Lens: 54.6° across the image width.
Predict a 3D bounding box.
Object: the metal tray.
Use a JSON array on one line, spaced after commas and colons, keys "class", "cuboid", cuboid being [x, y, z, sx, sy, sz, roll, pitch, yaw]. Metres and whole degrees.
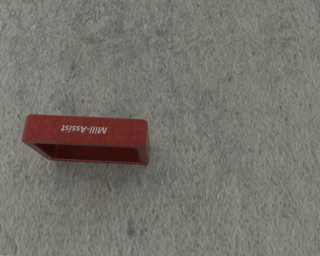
[{"class": "metal tray", "cuboid": [-0.079, 0.017, 0.367, 0.131, 0.090, 0.030, 3, 70, 1]}]
